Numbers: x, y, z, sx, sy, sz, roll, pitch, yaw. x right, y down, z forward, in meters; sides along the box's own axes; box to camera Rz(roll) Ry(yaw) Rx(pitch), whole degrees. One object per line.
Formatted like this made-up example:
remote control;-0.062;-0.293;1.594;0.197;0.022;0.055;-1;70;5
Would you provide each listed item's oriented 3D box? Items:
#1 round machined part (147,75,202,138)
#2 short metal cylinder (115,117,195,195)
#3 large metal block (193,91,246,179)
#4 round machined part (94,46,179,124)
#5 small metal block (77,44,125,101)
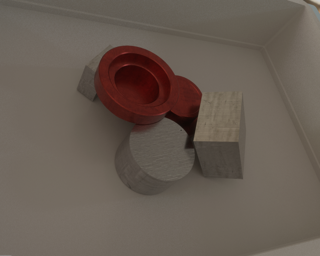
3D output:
round machined part;0.021;-0.033;0.424;0.099;0.042;0.098;14;56;-21
short metal cylinder;-0.007;0.033;0.365;0.081;0.050;0.080;14;56;-21
large metal block;0.081;0.010;0.399;0.050;0.080;0.080;0;50;20
round machined part;-0.030;-0.047;0.369;0.099;0.042;0.098;14;56;-21
small metal block;-0.074;-0.069;0.390;0.025;0.050;0.050;38;51;-3
